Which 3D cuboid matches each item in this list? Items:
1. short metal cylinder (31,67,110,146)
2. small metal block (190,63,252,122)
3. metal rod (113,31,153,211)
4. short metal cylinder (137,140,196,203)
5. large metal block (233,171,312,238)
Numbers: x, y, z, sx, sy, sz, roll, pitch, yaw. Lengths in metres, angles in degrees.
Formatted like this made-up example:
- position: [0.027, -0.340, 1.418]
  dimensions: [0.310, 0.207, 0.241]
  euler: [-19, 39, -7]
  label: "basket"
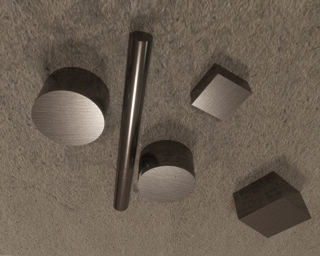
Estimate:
- position: [-0.103, -0.025, 0.368]
  dimensions: [0.081, 0.050, 0.079]
  euler: [0, 130, 0]
  label: "short metal cylinder"
- position: [0.072, -0.042, 0.373]
  dimensions: [0.050, 0.025, 0.050]
  euler: [25, 126, -20]
  label: "small metal block"
- position: [-0.042, 0.016, 0.420]
  dimensions: [0.025, 0.025, 0.298]
  euler: [6, 130, -6]
  label: "metal rod"
- position: [0.009, 0.063, 0.445]
  dimensions: [0.081, 0.050, 0.079]
  euler: [0, 130, 0]
  label: "short metal cylinder"
- position: [0.179, 0.126, 0.501]
  dimensions: [0.080, 0.050, 0.080]
  euler: [36, 121, -27]
  label: "large metal block"
